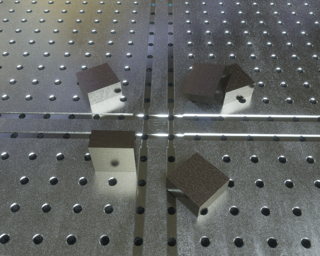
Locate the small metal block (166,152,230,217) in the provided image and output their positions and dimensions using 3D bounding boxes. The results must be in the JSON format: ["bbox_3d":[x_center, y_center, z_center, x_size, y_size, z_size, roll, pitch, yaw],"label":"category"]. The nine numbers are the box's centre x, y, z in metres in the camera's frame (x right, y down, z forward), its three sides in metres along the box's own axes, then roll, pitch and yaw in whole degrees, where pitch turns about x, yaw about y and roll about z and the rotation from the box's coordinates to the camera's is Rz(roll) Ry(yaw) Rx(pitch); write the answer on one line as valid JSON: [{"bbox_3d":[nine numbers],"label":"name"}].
[{"bbox_3d":[0.043,0.064,0.355,0.050,0.025,0.050,-36,59,-26],"label":"small metal block"}]

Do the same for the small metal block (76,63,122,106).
[{"bbox_3d":[-0.091,-0.066,0.463,0.050,0.025,0.050,-23,54,-18],"label":"small metal block"}]

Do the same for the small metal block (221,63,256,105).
[{"bbox_3d":[0.105,-0.067,0.464,0.050,0.025,0.050,-19,53,-15],"label":"small metal block"}]

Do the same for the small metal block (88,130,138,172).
[{"bbox_3d":[-0.054,0.028,0.368,0.050,0.050,0.025,1,50,1],"label":"small metal block"}]

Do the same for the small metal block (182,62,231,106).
[{"bbox_3d":[0.066,-0.063,0.440,0.050,0.025,0.050,14,75,35],"label":"small metal block"}]
